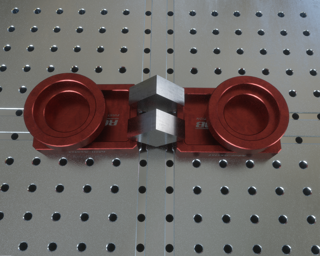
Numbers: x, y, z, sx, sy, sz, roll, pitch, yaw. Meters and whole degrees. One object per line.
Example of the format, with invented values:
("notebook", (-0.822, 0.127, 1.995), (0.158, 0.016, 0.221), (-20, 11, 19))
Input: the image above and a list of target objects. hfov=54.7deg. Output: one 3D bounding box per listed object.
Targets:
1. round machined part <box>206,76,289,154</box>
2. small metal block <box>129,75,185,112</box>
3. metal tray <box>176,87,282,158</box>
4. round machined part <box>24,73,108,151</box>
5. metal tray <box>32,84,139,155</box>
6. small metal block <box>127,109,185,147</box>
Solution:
("round machined part", (0.108, -0.014, 0.395), (0.099, 0.042, 0.098), (0, 70, 0))
("small metal block", (-0.004, -0.040, 0.398), (0.050, 0.050, 0.025), (-18, 63, 41))
("metal tray", (0.087, -0.007, 0.412), (0.131, 0.030, 0.090), (1, 70, 0))
("round machined part", (-0.116, -0.017, 0.395), (0.099, 0.042, 0.098), (0, 70, 0))
("metal tray", (-0.095, -0.012, 0.414), (0.131, 0.030, 0.090), (-1, 72, -1))
("small metal block", (-0.005, 0.001, 0.382), (0.050, 0.050, 0.025), (-18, 63, 41))
